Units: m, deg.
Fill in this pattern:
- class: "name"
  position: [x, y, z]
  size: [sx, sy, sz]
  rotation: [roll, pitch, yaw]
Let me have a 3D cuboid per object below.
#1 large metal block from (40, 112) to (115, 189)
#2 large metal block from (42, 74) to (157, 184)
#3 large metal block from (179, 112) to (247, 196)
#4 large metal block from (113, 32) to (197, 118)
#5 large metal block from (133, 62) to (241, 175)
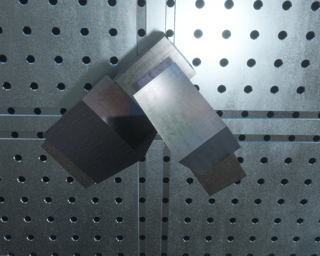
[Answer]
- class: "large metal block"
  position: [-0.090, 0.018, 0.405]
  size: [0.080, 0.050, 0.080]
  rotation: [-38, 106, 12]
- class: "large metal block"
  position: [-0.062, 0.004, 0.331]
  size: [0.080, 0.050, 0.080]
  rotation: [-32, 109, 37]
- class: "large metal block"
  position: [0.058, 0.024, 0.392]
  size: [0.050, 0.080, 0.080]
  rotation: [-32, 107, 11]
- class: "large metal block"
  position: [-0.009, -0.063, 0.359]
  size: [0.080, 0.080, 0.050]
  rotation: [-40, 106, 13]
- class: "large metal block"
  position: [0.029, -0.005, 0.307]
  size: [0.050, 0.080, 0.080]
  rotation: [-38, 64, 8]
